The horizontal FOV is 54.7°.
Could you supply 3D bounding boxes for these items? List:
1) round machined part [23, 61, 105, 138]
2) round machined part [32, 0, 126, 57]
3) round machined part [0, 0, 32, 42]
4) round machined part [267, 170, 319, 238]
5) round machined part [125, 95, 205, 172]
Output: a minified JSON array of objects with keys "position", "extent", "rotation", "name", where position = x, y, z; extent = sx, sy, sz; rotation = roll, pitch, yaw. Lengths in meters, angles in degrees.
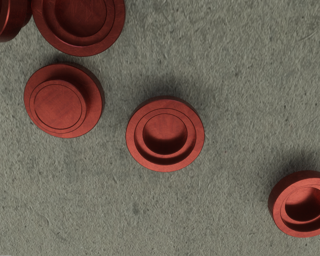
[{"position":[-0.121,-0.032,0.388],"extent":[0.099,0.042,0.097],"rotation":[0,110,0],"name":"round machined part"},{"position":[-0.087,-0.133,0.349],"extent":[0.099,0.042,0.097],"rotation":[-1,111,-3],"name":"round machined part"},{"position":[-0.175,-0.142,0.332],"extent":[0.098,0.042,0.097],"rotation":[8,108,28],"name":"round machined part"},{"position":[0.202,0.103,0.440],"extent":[0.099,0.042,0.097],"rotation":[0,110,0],"name":"round machined part"},{"position":[0.007,0.005,0.402],"extent":[0.099,0.042,0.097],"rotation":[0,110,0],"name":"round machined part"}]
